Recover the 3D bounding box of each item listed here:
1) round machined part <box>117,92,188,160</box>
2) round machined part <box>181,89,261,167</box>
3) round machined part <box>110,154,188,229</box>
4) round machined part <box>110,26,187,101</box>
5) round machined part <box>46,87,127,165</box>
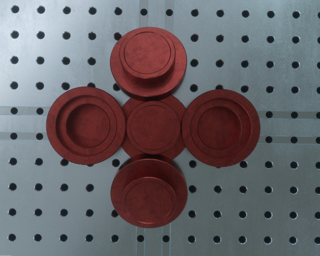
[{"bbox_3d":[-0.008,-0.001,0.404,0.099,0.042,0.097,0,90,-1],"label":"round machined part"},{"bbox_3d":[0.076,0.000,0.405,0.099,0.042,0.097,0,90,-1],"label":"round machined part"},{"bbox_3d":[-0.014,0.085,0.393,0.099,0.042,0.097,0,105,0],"label":"round machined part"},{"bbox_3d":[-0.015,-0.086,0.393,0.099,0.042,0.098,0,76,1],"label":"round machined part"},{"bbox_3d":[-0.092,-0.003,0.403,0.099,0.042,0.097,0,90,-1],"label":"round machined part"}]
